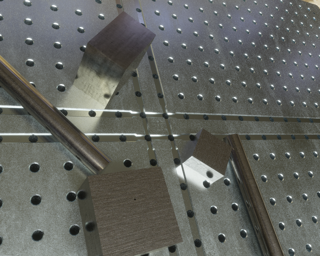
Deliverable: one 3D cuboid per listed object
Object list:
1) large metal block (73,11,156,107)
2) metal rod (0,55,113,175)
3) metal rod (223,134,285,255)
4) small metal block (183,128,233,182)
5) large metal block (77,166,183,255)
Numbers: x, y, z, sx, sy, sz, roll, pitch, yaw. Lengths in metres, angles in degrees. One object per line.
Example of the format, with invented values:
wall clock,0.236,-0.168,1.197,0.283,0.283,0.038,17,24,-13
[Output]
large metal block,-0.058,-0.086,0.394,0.050,0.080,0.080,35,51,-5
metal rod,-0.172,-0.057,0.350,0.300,0.025,0.025,43,51,1
metal rod,0.139,0.146,0.393,0.025,0.025,0.299,-1,62,-29
small metal block,0.065,0.037,0.421,0.050,0.025,0.050,32,51,-7
large metal block,-0.034,0.090,0.319,0.081,0.050,0.080,-3,64,-30
